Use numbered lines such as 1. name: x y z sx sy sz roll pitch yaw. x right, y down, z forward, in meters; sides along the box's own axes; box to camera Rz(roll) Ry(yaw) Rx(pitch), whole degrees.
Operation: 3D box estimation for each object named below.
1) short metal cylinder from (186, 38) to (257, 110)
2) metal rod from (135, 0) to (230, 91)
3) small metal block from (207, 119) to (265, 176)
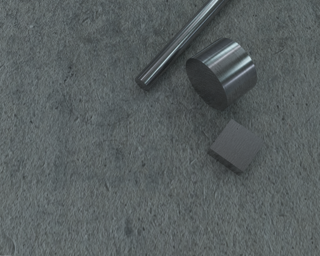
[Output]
1. short metal cylinder: 0.079 -0.070 0.405 0.050 0.080 0.080 -36 74 -12
2. metal rod: 0.068 -0.170 0.471 0.025 0.025 0.301 37 74 12
3. small metal block: 0.097 0.025 0.400 0.050 0.025 0.050 36 74 12
